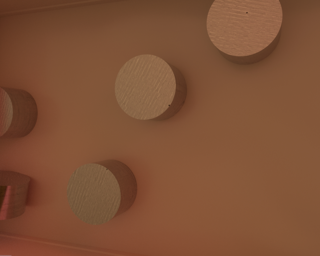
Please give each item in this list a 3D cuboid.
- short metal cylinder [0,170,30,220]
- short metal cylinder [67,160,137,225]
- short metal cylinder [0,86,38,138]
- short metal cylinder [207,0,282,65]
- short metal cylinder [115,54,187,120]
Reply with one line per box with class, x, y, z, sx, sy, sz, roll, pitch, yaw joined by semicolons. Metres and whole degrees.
short metal cylinder;-0.243;0.099;0.467;0.080;0.080;0.050;12;94;19
short metal cylinder;-0.078;0.085;0.425;0.080;0.050;0.080;0;90;20
short metal cylinder;-0.241;-0.024;0.482;0.080;0.050;0.080;0;90;20
short metal cylinder;0.099;-0.118;0.362;0.080;0.050;0.080;0;90;20
short metal cylinder;-0.011;-0.050;0.401;0.080;0.050;0.080;0;90;20
